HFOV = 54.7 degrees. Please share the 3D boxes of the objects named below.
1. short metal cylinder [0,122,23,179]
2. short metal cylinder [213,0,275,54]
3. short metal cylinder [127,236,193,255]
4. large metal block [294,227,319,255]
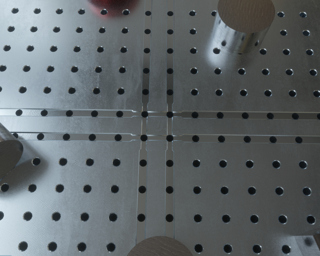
[{"bbox_3d":[-0.215,0.029,0.370,0.050,0.080,0.080,40,75,13],"label":"short metal cylinder"},{"bbox_3d":[0.121,-0.158,0.457,0.081,0.050,0.080,0,70,0],"label":"short metal cylinder"},{"bbox_3d":[0.000,0.161,0.340,0.081,0.050,0.080,0,70,0],"label":"short metal cylinder"},{"bbox_3d":[0.214,0.148,0.346,0.081,0.050,0.080,-16,71,-6],"label":"large metal block"}]
